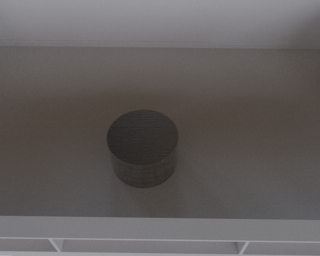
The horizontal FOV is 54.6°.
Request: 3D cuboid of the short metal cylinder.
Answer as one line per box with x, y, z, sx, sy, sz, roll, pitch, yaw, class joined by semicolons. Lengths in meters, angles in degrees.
-0.019;0.024;0.369;0.080;0.050;0.080;0;50;0;short metal cylinder
